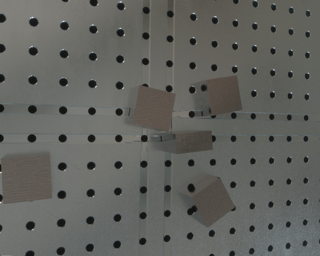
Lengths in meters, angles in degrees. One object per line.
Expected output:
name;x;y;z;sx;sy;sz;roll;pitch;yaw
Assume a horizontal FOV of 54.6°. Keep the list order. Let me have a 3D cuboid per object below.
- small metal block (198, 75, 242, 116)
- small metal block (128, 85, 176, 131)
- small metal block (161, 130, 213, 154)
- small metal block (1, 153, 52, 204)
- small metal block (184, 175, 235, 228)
small metal block;0.086;-0.046;0.444;0.050;0.025;0.050;-11;94;-20
small metal block;-0.011;-0.025;0.408;0.050;0.025;0.050;11;86;-20
small metal block;0.035;0.018;0.412;0.050;0.050;0.025;-5;92;-20
small metal block;-0.152;0.057;0.357;0.050;0.025;0.050;-3;91;-20
small metal block;0.070;0.102;0.438;0.050;0.025;0.050;-31;100;-17
